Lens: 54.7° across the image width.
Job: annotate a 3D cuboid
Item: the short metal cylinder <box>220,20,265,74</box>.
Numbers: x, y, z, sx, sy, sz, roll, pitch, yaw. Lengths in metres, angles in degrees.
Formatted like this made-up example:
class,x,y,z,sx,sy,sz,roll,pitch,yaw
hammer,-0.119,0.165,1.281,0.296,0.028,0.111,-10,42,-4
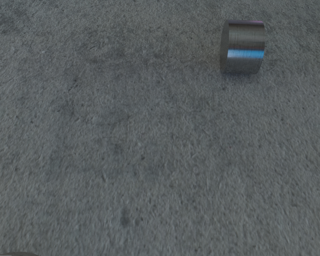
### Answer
class,x,y,z,sx,sy,sz,roll,pitch,yaw
short metal cylinder,0.123,-0.123,0.472,0.050,0.080,0.080,3,50,2

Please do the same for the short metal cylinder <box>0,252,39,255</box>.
class,x,y,z,sx,sy,sz,roll,pitch,yaw
short metal cylinder,-0.120,0.149,0.247,0.081,0.050,0.080,12,42,-11
